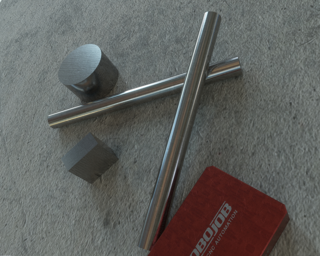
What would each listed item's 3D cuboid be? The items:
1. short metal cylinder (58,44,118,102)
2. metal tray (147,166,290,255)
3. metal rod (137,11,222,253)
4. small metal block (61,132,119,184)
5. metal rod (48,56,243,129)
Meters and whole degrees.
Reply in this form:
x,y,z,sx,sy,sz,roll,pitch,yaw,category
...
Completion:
x,y,z,sx,sy,sz,roll,pitch,yaw,category
-0.115,-0.088,0.500,0.080,0.050,0.080,-13,56,20,short metal cylinder
0.053,0.113,0.303,0.090,0.030,0.130,28,76,37,metal tray
0.029,-0.009,0.371,0.025,0.025,0.299,7,72,31,metal rod
-0.091,0.041,0.409,0.050,0.050,0.025,-43,51,-1,small metal block
-0.034,-0.046,0.448,0.301,0.025,0.025,-14,56,19,metal rod
